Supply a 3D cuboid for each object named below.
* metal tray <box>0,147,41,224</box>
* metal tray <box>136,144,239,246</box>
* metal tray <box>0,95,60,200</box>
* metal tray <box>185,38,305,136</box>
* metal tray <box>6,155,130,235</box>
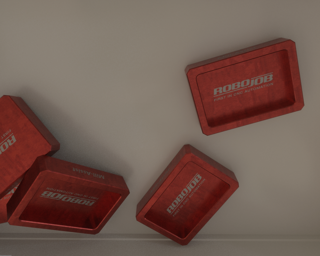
[{"bbox_3d":[-0.217,0.086,0.437,0.131,0.030,0.089,-14,110,4],"label":"metal tray"},{"bbox_3d":[0.037,0.098,0.445,0.090,0.030,0.129,33,106,-12],"label":"metal tray"},{"bbox_3d":[-0.206,0.032,0.392,0.130,0.030,0.090,-40,89,2],"label":"metal tray"},{"bbox_3d":[0.106,-0.051,0.391,0.131,0.030,0.089,-16,110,5],"label":"metal tray"},{"bbox_3d":[-0.117,0.093,0.408,0.131,0.030,0.090,24,109,-39],"label":"metal tray"}]
